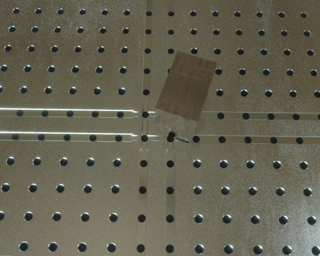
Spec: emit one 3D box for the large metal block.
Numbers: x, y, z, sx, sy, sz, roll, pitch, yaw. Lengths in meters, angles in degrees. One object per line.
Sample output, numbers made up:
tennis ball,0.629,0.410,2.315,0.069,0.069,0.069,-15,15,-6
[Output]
large metal block,0.032,-0.036,0.396,0.050,0.080,0.080,18,71,7
